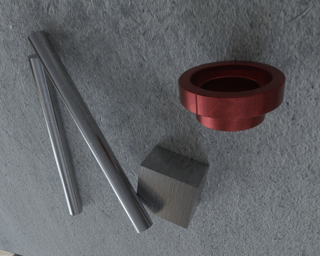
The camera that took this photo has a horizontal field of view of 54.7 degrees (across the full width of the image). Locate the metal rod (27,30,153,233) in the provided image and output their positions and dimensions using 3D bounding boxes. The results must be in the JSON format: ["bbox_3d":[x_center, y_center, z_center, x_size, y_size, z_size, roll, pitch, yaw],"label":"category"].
[{"bbox_3d":[-0.093,0.006,0.420,0.025,0.025,0.299,-28,92,37],"label":"metal rod"}]

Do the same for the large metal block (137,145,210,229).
[{"bbox_3d":[0.016,0.082,0.432,0.080,0.050,0.079,20,126,16],"label":"large metal block"}]

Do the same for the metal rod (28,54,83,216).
[{"bbox_3d":[-0.165,0.027,0.507,0.025,0.025,0.298,11,123,22],"label":"metal rod"}]

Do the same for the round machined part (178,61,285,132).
[{"bbox_3d":[0.069,-0.031,0.304,0.098,0.098,0.042,8,122,24],"label":"round machined part"}]
